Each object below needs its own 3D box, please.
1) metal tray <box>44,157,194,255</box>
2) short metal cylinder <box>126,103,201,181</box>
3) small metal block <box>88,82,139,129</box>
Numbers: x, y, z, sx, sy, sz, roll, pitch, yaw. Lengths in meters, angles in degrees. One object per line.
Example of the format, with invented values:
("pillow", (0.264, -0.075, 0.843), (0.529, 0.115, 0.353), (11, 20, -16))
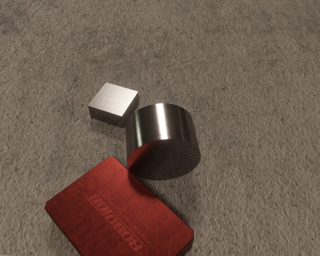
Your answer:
("metal tray", (-0.042, 0.099, 0.316), (0.091, 0.030, 0.130), (-37, 59, -27))
("short metal cylinder", (0.002, 0.018, 0.353), (0.081, 0.080, 0.050), (-5, 50, -4))
("small metal block", (-0.063, -0.032, 0.429), (0.050, 0.025, 0.050), (18, 52, 14))
